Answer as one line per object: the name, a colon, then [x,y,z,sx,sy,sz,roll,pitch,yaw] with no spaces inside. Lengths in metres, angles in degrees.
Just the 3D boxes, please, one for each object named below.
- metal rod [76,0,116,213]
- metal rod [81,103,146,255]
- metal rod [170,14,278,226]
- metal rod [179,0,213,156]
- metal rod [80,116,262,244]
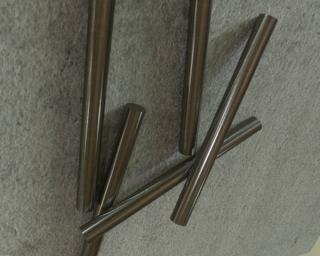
metal rod: [-0.075,-0.025,0.351,0.025,0.025,0.298,-4,120,-27]
metal rod: [-0.076,0.105,0.431,0.025,0.025,0.298,6,116,-31]
metal rod: [0.083,-0.005,0.418,0.025,0.025,0.298,17,99,-35]
metal rod: [0.044,-0.094,0.374,0.025,0.025,0.298,-12,124,-22]
metal rod: [0.027,0.066,0.444,0.302,0.025,0.025,-31,129,-17]
